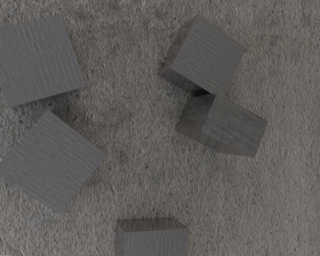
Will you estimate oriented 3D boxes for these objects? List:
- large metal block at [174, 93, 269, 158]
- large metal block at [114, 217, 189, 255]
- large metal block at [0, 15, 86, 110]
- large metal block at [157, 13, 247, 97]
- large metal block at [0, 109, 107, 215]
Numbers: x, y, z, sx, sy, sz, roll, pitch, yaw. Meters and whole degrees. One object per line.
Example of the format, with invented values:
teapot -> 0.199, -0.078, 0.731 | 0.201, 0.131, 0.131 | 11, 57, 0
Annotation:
large metal block -> 0.078, -0.003, 0.408 | 0.080, 0.080, 0.050 | 26, 82, -18
large metal block -> -0.013, 0.161, 0.391 | 0.081, 0.050, 0.080 | 3, 89, -20
large metal block -> -0.138, -0.071, 0.345 | 0.081, 0.050, 0.080 | -20, 97, -19
large metal block -> 0.055, -0.090, 0.416 | 0.080, 0.050, 0.080 | 29, 80, -18
large metal block -> -0.121, 0.036, 0.351 | 0.080, 0.050, 0.080 | 41, 77, -16
